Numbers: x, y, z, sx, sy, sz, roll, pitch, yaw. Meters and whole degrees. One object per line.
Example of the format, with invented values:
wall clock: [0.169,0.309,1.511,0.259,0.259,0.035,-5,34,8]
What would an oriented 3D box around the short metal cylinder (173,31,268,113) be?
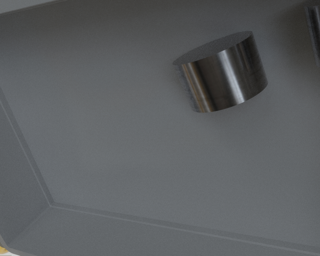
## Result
short metal cylinder: [0.059,-0.056,0.307,0.080,0.080,0.050,-12,113,33]

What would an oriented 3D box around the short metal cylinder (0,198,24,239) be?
short metal cylinder: [-0.366,0.209,0.718,0.080,0.050,0.079,13,124,21]

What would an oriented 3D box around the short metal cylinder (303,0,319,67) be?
short metal cylinder: [0.158,-0.084,0.238,0.080,0.080,0.050,-10,114,32]
